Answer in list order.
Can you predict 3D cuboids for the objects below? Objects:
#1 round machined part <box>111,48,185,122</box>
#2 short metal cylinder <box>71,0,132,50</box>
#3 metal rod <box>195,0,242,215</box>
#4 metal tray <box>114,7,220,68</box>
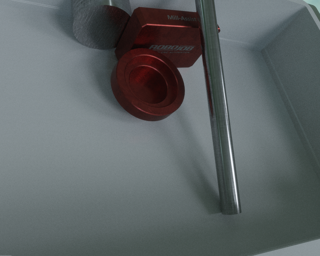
[{"bbox_3d":[-0.019,-0.053,0.413,0.099,0.042,0.098,12,63,-25],"label":"round machined part"},{"bbox_3d":[-0.079,-0.153,0.423,0.081,0.080,0.050,3,61,-27],"label":"short metal cylinder"},{"bbox_3d":[0.074,-0.040,0.403,0.025,0.025,0.298,-4,86,-31],"label":"metal rod"},{"bbox_3d":[0.011,-0.125,0.447,0.131,0.090,0.030,-9,66,-32],"label":"metal tray"}]
